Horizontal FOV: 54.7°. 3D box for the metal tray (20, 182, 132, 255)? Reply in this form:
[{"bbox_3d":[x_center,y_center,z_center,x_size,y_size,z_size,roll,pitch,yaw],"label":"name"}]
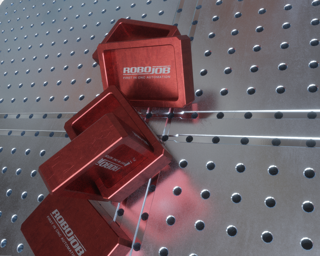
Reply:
[{"bbox_3d":[-0.106,0.131,0.378,0.090,0.030,0.130,-49,52,-7],"label":"metal tray"}]

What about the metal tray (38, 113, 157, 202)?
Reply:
[{"bbox_3d":[-0.056,0.040,0.342,0.090,0.130,0.030,-38,68,2],"label":"metal tray"}]

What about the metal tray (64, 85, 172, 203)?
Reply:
[{"bbox_3d":[-0.057,0.017,0.395,0.090,0.030,0.130,-39,59,2],"label":"metal tray"}]

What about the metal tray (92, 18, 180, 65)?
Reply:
[{"bbox_3d":[-0.038,-0.129,0.501,0.130,0.030,0.090,22,73,35],"label":"metal tray"}]

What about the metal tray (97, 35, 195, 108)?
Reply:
[{"bbox_3d":[-0.021,-0.076,0.425,0.130,0.089,0.030,4,19,29],"label":"metal tray"}]
